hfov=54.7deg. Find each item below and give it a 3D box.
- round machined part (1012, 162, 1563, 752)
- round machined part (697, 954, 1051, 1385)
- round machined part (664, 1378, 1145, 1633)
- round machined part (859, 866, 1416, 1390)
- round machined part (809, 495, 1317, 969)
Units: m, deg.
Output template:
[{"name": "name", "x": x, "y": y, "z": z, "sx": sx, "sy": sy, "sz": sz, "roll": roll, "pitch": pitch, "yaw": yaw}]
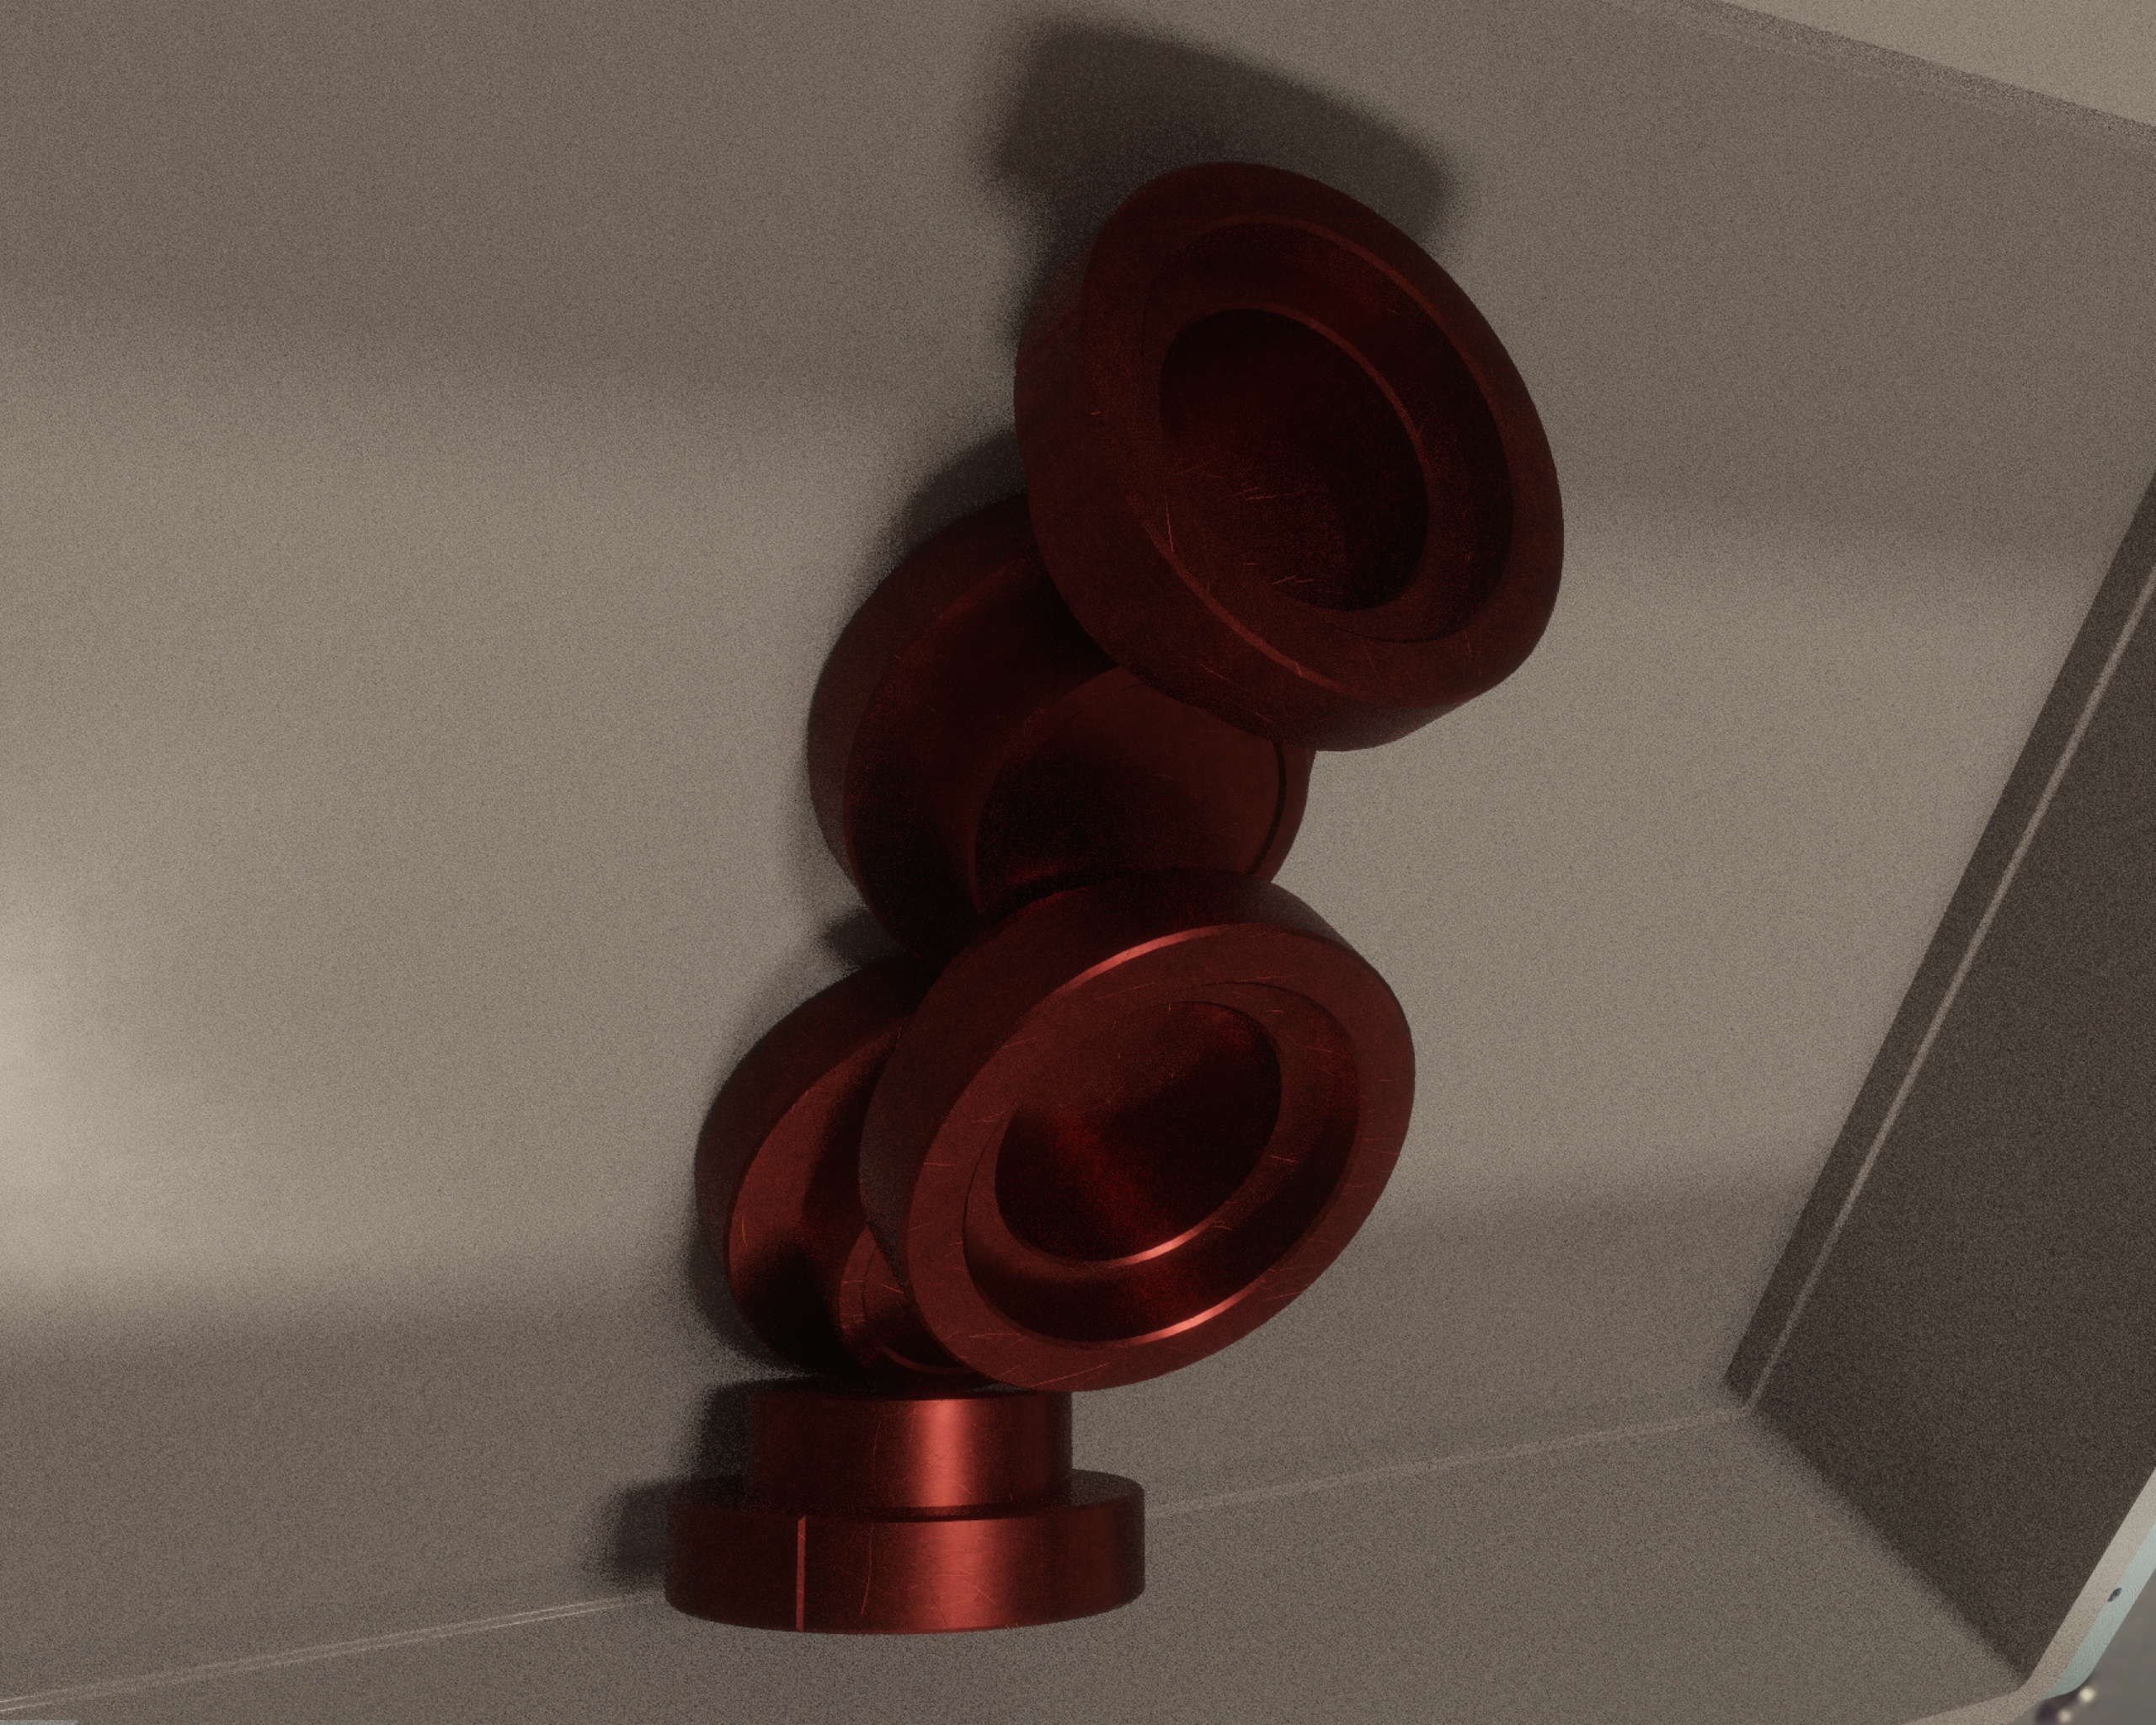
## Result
[{"name": "round machined part", "x": 0.031, "y": -0.064, "z": 0.351, "sx": 0.099, "sy": 0.098, "sz": 0.042, "roll": 7, "pitch": 157, "yaw": -32}, {"name": "round machined part", "x": -0.024, "y": 0.069, "z": 0.426, "sx": 0.099, "sy": 0.042, "sz": 0.097, "roll": -14, "pitch": 125, "yaw": -21}, {"name": "round machined part", "x": -0.035, "y": 0.130, "z": 0.435, "sx": 0.099, "sy": 0.098, "sz": 0.042, "roll": 6, "pitch": 78, "yaw": -32}, {"name": "round machined part", "x": 0.007, "y": 0.043, "z": 0.372, "sx": 0.099, "sy": 0.042, "sz": 0.097, "roll": -14, "pitch": 125, "yaw": -21}, {"name": "round machined part", "x": 0.004, "y": -0.017, "z": 0.388, "sx": 0.099, "sy": 0.042, "sz": 0.097, "roll": -14, "pitch": 125, "yaw": -21}]
